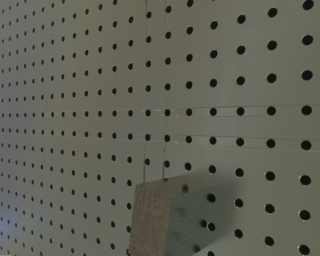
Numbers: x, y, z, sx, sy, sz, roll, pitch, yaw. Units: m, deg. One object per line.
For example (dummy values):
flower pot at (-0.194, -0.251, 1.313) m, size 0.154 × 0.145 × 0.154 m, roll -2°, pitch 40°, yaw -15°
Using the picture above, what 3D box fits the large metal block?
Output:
large metal block at (0.014, 0.105, 0.361) m, size 0.050 × 0.081 × 0.079 m, roll 11°, pitch 97°, yaw 39°
